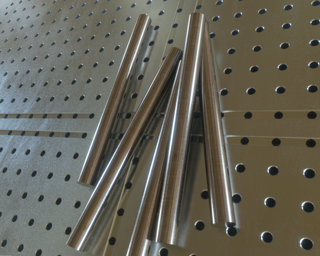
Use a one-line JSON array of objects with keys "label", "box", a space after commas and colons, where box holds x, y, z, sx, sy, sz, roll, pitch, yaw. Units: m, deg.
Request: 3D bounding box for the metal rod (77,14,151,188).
[{"label": "metal rod", "box": [-0.063, -0.056, 0.473, 0.025, 0.025, 0.300, 1, 62, 28]}]

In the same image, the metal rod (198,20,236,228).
[{"label": "metal rod", "box": [0.063, -0.029, 0.392, 0.025, 0.025, 0.299, -14, 56, 20]}]

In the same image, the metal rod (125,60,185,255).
[{"label": "metal rod", "box": [0.002, 0.042, 0.380, 0.025, 0.025, 0.300, 1, 62, 28]}]

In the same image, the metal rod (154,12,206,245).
[{"label": "metal rod", "box": [0.029, -0.015, 0.382, 0.025, 0.025, 0.299, -2, 67, 27]}]

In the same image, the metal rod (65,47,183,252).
[{"label": "metal rod", "box": [-0.038, 0.015, 0.417, 0.025, 0.025, 0.300, 15, 69, 33]}]
